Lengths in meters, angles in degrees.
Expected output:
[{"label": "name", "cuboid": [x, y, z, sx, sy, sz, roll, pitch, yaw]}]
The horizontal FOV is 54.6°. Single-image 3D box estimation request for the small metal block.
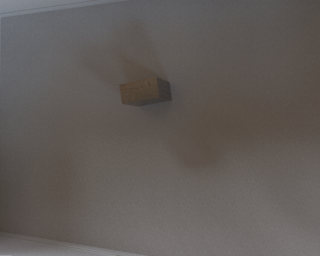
[{"label": "small metal block", "cuboid": [-0.017, -0.046, 0.404, 0.050, 0.050, 0.025, -9, 87, 20]}]
